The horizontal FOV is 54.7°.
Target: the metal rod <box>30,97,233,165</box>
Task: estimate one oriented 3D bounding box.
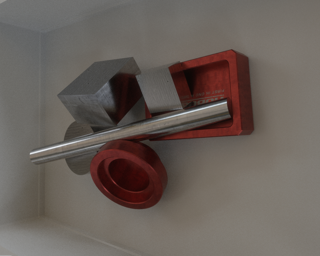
[{"bbox_3d":[-0.055,0.011,0.394,0.300,0.025,0.025,-14,81,27],"label":"metal rod"}]

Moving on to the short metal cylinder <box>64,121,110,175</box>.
[{"bbox_3d":[-0.101,0.028,0.468,0.080,0.050,0.079,0,90,39],"label":"short metal cylinder"}]

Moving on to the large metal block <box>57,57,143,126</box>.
[{"bbox_3d":[-0.075,-0.049,0.419,0.080,0.080,0.050,4,135,40],"label":"large metal block"}]

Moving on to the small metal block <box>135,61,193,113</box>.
[{"bbox_3d":[0.005,-0.048,0.371,0.050,0.025,0.050,-6,112,40],"label":"small metal block"}]

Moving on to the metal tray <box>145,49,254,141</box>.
[{"bbox_3d":[0.040,-0.032,0.366,0.130,0.030,0.089,-6,86,39],"label":"metal tray"}]

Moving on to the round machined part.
[{"bbox_3d":[-0.036,0.055,0.401,0.098,0.042,0.097,11,126,16],"label":"round machined part"}]
